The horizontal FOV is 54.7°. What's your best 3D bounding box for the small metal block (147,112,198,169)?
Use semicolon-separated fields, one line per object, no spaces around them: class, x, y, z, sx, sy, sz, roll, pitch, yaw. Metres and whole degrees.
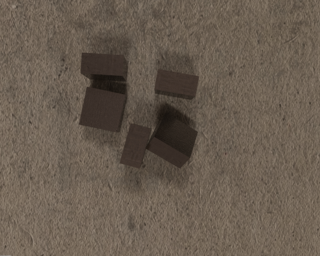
small metal block;0.016;0.015;0.394;0.050;0.050;0.025;31;132;-6

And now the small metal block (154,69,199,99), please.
small metal block;0.020;-0.055;0.398;0.050;0.050;0.025;10;90;-1

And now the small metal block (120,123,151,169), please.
small metal block;-0.030;0.022;0.397;0.025;0.050;0.050;15;90;0

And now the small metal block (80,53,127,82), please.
small metal block;-0.070;-0.077;0.397;0.050;0.050;0.025;4;90;-1

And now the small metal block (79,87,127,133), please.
small metal block;-0.074;-0.024;0.409;0.050;0.025;0.050;12;90;-1
